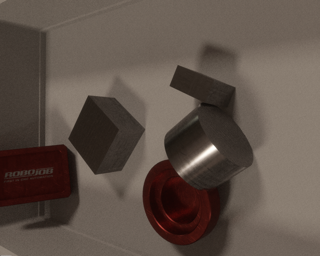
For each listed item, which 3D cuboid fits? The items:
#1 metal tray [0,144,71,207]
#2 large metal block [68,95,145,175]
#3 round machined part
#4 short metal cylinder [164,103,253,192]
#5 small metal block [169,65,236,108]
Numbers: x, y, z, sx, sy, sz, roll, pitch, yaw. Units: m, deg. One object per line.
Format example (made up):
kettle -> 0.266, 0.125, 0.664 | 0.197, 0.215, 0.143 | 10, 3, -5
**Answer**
metal tray -> -0.221, 0.079, 0.521 | 0.030, 0.131, 0.089 | 154, 110, -74
large metal block -> -0.080, 0.009, 0.454 | 0.080, 0.050, 0.080 | 45, 117, 30
round machined part -> 0.029, 0.084, 0.369 | 0.098, 0.042, 0.097 | 1, 92, 40
short metal cylinder -> 0.052, 0.020, 0.327 | 0.050, 0.081, 0.080 | -42, 65, 31
small metal block -> 0.048, -0.046, 0.348 | 0.050, 0.050, 0.025 | 31, 106, 35
